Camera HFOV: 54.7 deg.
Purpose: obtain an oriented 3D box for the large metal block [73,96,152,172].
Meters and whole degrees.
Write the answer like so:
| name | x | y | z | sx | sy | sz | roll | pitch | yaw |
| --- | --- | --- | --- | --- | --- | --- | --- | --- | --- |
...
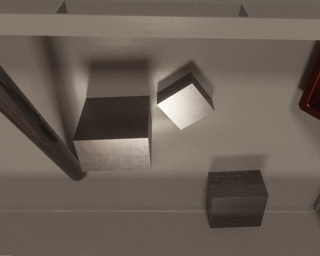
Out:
| name | x | y | z | sx | sy | sz | roll | pitch | yaw |
| --- | --- | --- | --- | --- | --- | --- | --- | --- | --- |
| large metal block | -0.052 | 0.005 | 0.377 | 0.081 | 0.080 | 0.050 | -2 | 130 | 1 |

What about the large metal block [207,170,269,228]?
| name | x | y | z | sx | sy | sz | roll | pitch | yaw |
| --- | --- | --- | --- | --- | --- | --- | --- | --- | --- |
| large metal block | 0.119 | 0.114 | 0.491 | 0.080 | 0.050 | 0.079 | -3 | 130 | 2 |

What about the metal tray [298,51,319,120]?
| name | x | y | z | sx | sy | sz | roll | pitch | yaw |
| --- | --- | --- | --- | --- | --- | --- | --- | --- | --- |
| metal tray | 0.223 | -0.031 | 0.323 | 0.030 | 0.130 | 0.089 | -26 | 138 | -30 |

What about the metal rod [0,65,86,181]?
| name | x | y | z | sx | sy | sz | roll | pitch | yaw |
| --- | --- | --- | --- | --- | --- | --- | --- | --- | --- |
| metal rod | -0.129 | 0.005 | 0.332 | 0.025 | 0.025 | 0.299 | -2 | 155 | 1 |

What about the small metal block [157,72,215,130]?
| name | x | y | z | sx | sy | sz | roll | pitch | yaw |
| --- | --- | --- | --- | --- | --- | --- | --- | --- | --- |
| small metal block | 0.031 | -0.032 | 0.382 | 0.050 | 0.025 | 0.050 | -30 | 124 | 22 |
